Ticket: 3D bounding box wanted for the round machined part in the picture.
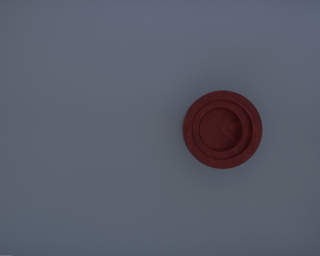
[{"bbox_3d":[0.078,0.002,0.404,0.099,0.042,0.097,0,90,-1],"label":"round machined part"}]
